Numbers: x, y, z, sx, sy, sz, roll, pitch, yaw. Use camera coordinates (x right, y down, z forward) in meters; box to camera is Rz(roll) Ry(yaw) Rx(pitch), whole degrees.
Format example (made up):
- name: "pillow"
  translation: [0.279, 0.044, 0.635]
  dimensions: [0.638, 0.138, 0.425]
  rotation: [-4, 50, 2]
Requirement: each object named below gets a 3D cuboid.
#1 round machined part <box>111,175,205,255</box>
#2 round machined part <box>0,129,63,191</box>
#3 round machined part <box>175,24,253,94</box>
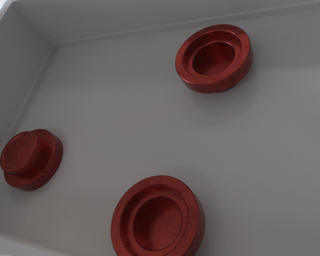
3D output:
- name: "round machined part"
  translation: [0.001, 0.103, 0.328]
  dimensions: [0.098, 0.042, 0.098]
  rotation: [-14, 52, 19]
- name: "round machined part"
  translation: [-0.202, 0.044, 0.475]
  dimensions: [0.098, 0.042, 0.098]
  rotation: [-13, 56, 21]
- name: "round machined part"
  translation: [0.073, -0.086, 0.409]
  dimensions: [0.098, 0.042, 0.098]
  rotation: [-13, 56, 21]
